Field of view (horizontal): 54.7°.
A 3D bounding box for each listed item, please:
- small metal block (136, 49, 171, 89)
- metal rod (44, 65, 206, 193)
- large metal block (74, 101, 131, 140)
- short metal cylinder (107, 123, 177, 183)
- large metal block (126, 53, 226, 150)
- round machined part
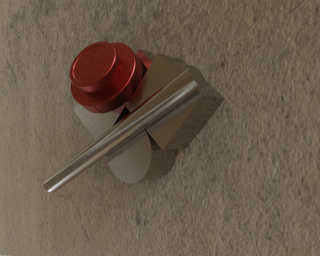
[{"bbox_3d":[-0.018,-0.069,0.418,0.050,0.025,0.050,50,119,28],"label":"small metal block"},{"bbox_3d":[-0.065,0.018,0.392,0.299,0.025,0.025,-34,69,34],"label":"metal rod"},{"bbox_3d":[-0.068,-0.030,0.443,0.080,0.050,0.080,50,119,28],"label":"large metal block"},{"bbox_3d":[-0.025,0.029,0.408,0.080,0.050,0.079,0,90,39],"label":"short metal cylinder"},{"bbox_3d":[0.017,-0.031,0.375,0.080,0.050,0.080,49,119,28],"label":"large metal block"},{"bbox_3d":[-0.075,-0.071,0.398,0.098,0.042,0.098,-12,60,21],"label":"round machined part"}]
